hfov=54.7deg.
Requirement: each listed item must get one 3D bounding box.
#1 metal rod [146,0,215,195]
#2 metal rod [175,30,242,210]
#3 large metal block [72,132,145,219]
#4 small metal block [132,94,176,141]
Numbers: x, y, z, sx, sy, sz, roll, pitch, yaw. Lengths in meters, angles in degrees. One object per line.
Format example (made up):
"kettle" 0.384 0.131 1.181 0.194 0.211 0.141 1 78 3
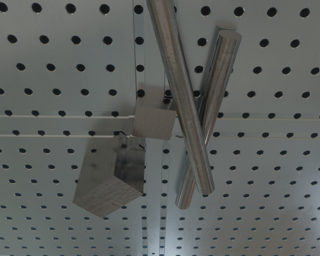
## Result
"metal rod" 0.028 -0.033 0.362 0.025 0.025 0.298 -12 123 9
"metal rod" 0.056 0.014 0.424 0.025 0.025 0.298 5 130 -5
"large metal block" -0.068 0.065 0.430 0.080 0.080 0.050 -35 122 26
"small metal block" -0.008 -0.013 0.400 0.050 0.025 0.050 7 130 -7
